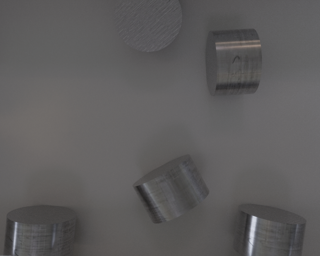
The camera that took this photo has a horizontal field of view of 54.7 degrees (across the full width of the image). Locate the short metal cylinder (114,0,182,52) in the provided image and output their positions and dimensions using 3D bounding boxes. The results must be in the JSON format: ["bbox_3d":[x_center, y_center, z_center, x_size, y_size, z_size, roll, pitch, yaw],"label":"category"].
[{"bbox_3d":[-0.014,-0.137,0.389,0.080,0.050,0.079,0,106,0],"label":"short metal cylinder"}]

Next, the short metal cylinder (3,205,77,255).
[{"bbox_3d":[-0.147,0.131,0.383,0.080,0.080,0.050,5,90,0],"label":"short metal cylinder"}]

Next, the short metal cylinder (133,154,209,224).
[{"bbox_3d":[0.013,0.074,0.384,0.080,0.080,0.050,-28,90,0],"label":"short metal cylinder"}]

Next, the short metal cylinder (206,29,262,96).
[{"bbox_3d":[0.088,-0.081,0.384,0.050,0.080,0.080,-3,90,0],"label":"short metal cylinder"}]

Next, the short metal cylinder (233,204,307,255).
[{"bbox_3d":[0.135,0.130,0.385,0.080,0.080,0.050,8,90,0],"label":"short metal cylinder"}]
